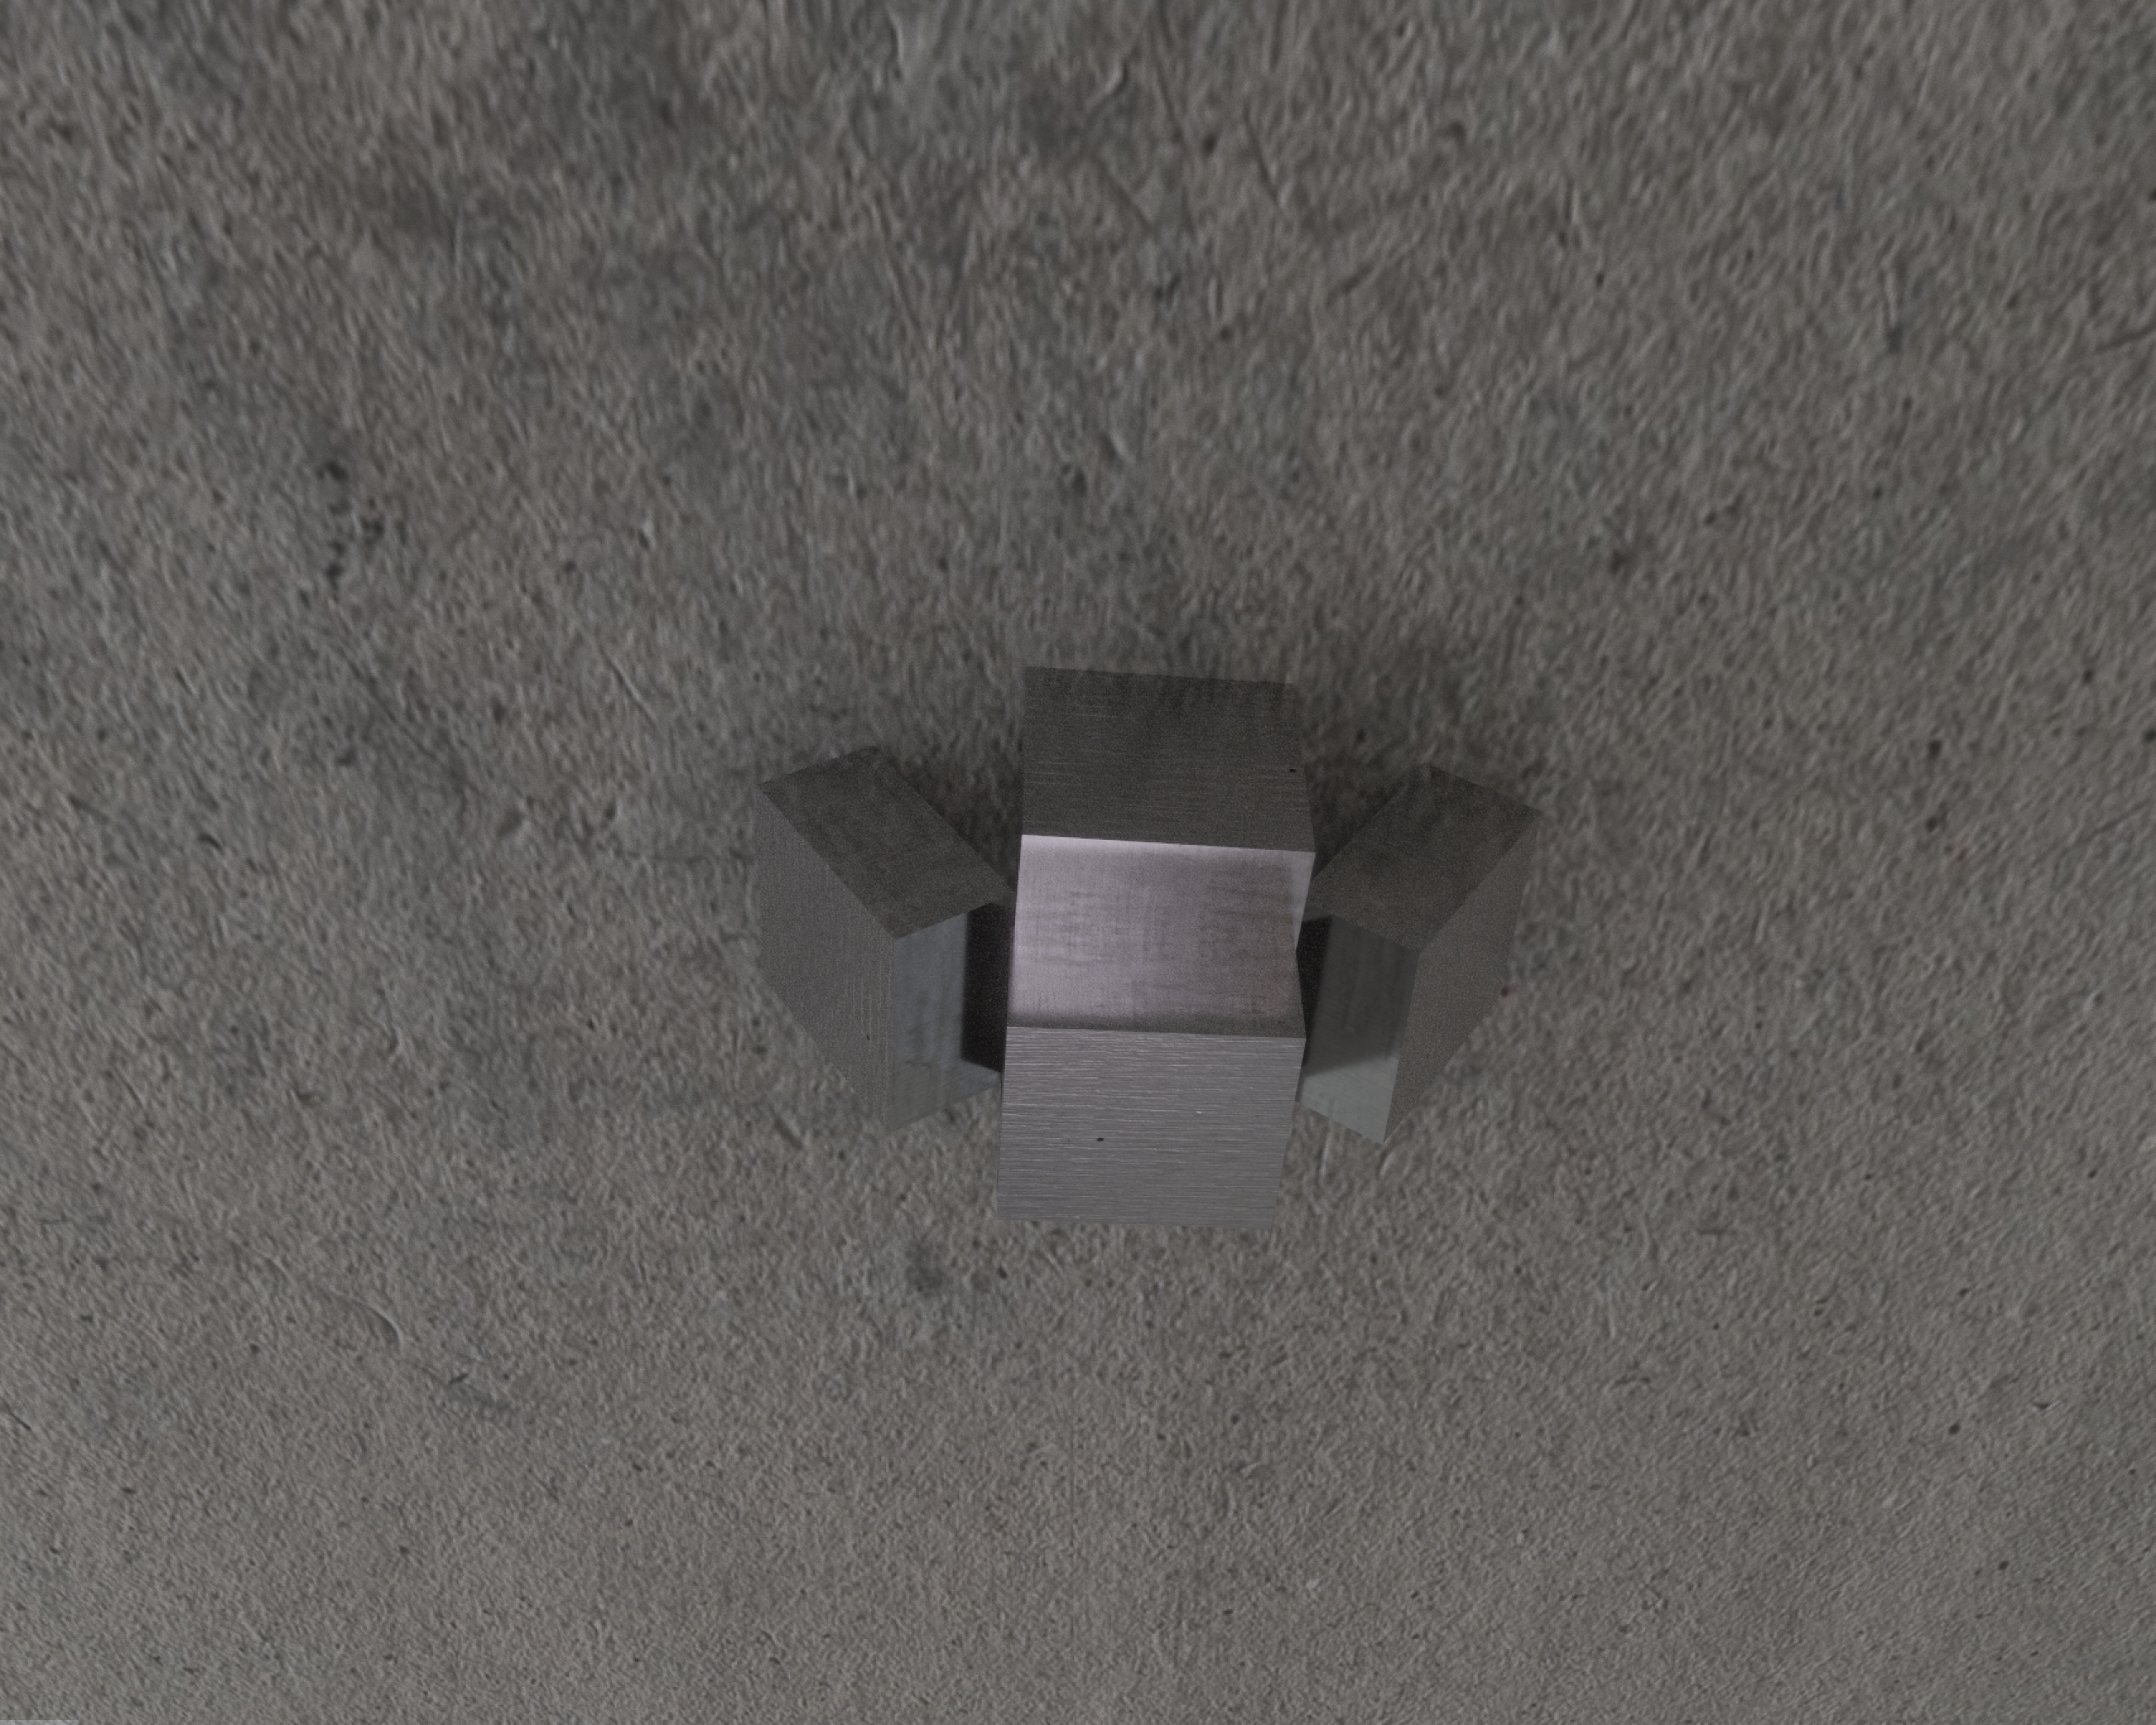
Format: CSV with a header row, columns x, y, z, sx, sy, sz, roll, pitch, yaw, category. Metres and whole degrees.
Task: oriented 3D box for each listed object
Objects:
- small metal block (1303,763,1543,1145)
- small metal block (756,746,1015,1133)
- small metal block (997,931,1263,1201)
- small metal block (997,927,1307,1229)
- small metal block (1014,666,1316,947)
x,y,z,sx,sy,sz,roll,pitch,yaw,category
0.063,0.017,0.402,0.025,0.050,0.050,26,135,24,small metal block
-0.038,0.014,0.399,0.025,0.050,0.050,-22,137,-29,small metal block
0.010,0.041,0.426,0.050,0.050,0.025,2,130,-2,small metal block
0.012,0.039,0.375,0.050,0.025,0.050,2,130,-3,small metal block
0.015,-0.010,0.382,0.050,0.050,0.025,4,130,-3,small metal block
